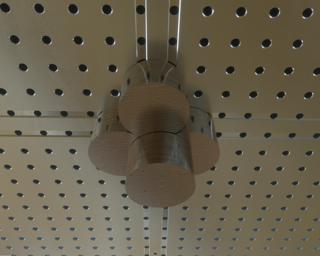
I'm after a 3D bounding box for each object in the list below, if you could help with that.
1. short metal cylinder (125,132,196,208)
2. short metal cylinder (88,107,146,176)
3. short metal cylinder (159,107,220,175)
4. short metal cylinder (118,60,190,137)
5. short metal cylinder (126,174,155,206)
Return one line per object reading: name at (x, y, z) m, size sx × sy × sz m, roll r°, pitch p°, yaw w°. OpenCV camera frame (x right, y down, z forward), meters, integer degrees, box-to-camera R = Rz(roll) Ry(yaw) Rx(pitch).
short metal cylinder at (0.000, 0.051, 0.372) m, size 0.081 × 0.050 × 0.079 m, roll 0°, pitch 130°, yaw 0°
short metal cylinder at (-0.050, 0.018, 0.410) m, size 0.081 × 0.050 × 0.079 m, roll 0°, pitch 130°, yaw 0°
short metal cylinder at (0.035, 0.019, 0.411) m, size 0.081 × 0.050 × 0.079 m, roll 0°, pitch 130°, yaw 0°
short metal cylinder at (-0.007, -0.033, 0.366) m, size 0.081 × 0.050 × 0.079 m, roll -1°, pitch 130°, yaw -1°
short metal cylinder at (-0.008, 0.070, 0.454) m, size 0.081 × 0.050 × 0.079 m, roll -1°, pitch 128°, yaw 0°
